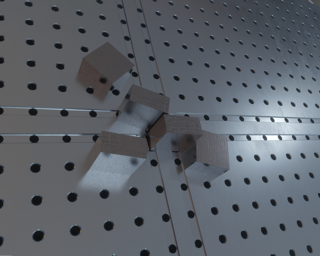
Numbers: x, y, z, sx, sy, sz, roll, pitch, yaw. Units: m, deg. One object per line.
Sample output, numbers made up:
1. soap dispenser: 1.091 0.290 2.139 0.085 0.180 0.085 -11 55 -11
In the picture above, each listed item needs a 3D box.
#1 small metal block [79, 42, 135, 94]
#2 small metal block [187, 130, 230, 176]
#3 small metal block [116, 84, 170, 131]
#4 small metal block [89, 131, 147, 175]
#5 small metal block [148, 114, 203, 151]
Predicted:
1. small metal block: -0.071 -0.082 0.420 0.050 0.025 0.050 41 51 0
2. small metal block: 0.065 0.033 0.422 0.050 0.025 0.050 16 55 -19
3. small metal block: -0.022 -0.024 0.394 0.050 0.050 0.025 19 55 -17
4. small metal block: -0.048 0.030 0.348 0.050 0.050 0.025 11 57 -22
5. small metal block: 0.019 0.008 0.397 0.050 0.050 0.025 4 60 -26
